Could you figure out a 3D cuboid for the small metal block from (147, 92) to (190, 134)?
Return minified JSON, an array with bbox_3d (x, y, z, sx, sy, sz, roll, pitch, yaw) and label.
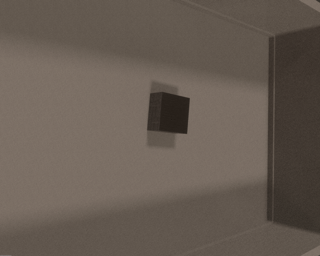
[{"bbox_3d":[0.012,-0.019,0.419,0.050,0.025,0.050,8,85,-40],"label":"small metal block"}]
